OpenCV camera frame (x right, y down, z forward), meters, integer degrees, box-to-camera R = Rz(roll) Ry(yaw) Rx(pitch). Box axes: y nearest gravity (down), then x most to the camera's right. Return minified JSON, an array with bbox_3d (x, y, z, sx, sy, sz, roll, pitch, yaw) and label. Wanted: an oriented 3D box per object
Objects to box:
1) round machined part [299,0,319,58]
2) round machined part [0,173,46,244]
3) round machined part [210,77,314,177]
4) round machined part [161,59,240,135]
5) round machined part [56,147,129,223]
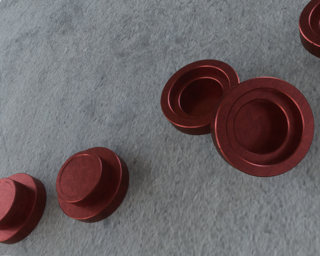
[{"bbox_3d":[0.212,-0.113,0.351,0.098,0.042,0.098,-13,56,20],"label":"round machined part"},{"bbox_3d":[-0.214,0.109,0.436,0.098,0.042,0.098,-13,56,20],"label":"round machined part"},{"bbox_3d":[0.100,-0.001,0.319,0.099,0.042,0.097,0,91,-4],"label":"round machined part"},{"bbox_3d":[0.054,-0.034,0.385,0.098,0.042,0.098,-13,56,20],"label":"round machined part"},{"bbox_3d":[-0.093,0.068,0.398,0.098,0.042,0.098,-13,56,20],"label":"round machined part"}]
